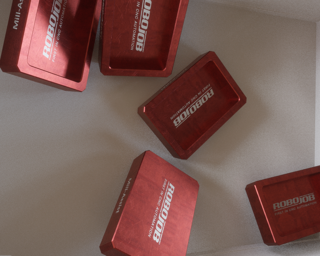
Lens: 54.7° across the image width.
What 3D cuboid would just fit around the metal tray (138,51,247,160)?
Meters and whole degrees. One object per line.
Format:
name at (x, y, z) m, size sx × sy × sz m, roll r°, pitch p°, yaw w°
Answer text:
metal tray at (0.046, -0.031, 0.424) m, size 0.130 × 0.030 × 0.090 m, roll -42°, pitch 103°, yaw -15°

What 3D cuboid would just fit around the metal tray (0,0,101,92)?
metal tray at (-0.113, -0.112, 0.339) m, size 0.090 × 0.030 × 0.129 m, roll 15°, pitch 84°, yaw -57°

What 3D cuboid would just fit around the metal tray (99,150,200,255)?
metal tray at (-0.006, 0.101, 0.370) m, size 0.090 × 0.030 × 0.130 m, roll 35°, pitch 46°, yaw -16°

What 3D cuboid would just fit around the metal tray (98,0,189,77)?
metal tray at (-0.021, -0.123, 0.357) m, size 0.091 × 0.030 × 0.129 m, roll -1°, pitch 131°, yaw -18°

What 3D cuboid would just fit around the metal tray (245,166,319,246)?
metal tray at (0.203, 0.113, 0.463) m, size 0.131 × 0.030 × 0.090 m, roll -10°, pitch 71°, yaw -18°
